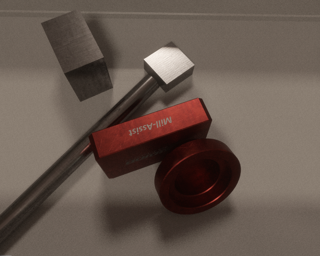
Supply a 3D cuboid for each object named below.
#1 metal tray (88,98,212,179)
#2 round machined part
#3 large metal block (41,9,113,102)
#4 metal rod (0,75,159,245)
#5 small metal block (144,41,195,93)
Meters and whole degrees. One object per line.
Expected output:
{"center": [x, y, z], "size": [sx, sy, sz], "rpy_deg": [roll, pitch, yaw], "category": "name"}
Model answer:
{"center": [-0.009, 0.015, 0.368], "size": [0.131, 0.090, 0.030], "rpy_deg": [-19, 68, -7], "category": "metal tray"}
{"center": [0.040, 0.052, 0.362], "size": [0.099, 0.097, 0.042], "rpy_deg": [-20, 38, -7], "category": "round machined part"}
{"center": [-0.107, -0.094, 0.413], "size": [0.050, 0.080, 0.080], "rpy_deg": [-25, 72, -9], "category": "large metal block"}
{"center": [-0.111, 0.039, 0.393], "size": [0.025, 0.025, 0.301], "rpy_deg": [40, 74, 13], "category": "metal rod"}
{"center": [0.012, -0.087, 0.440], "size": [0.050, 0.025, 0.050], "rpy_deg": [-37, 74, -15], "category": "small metal block"}
